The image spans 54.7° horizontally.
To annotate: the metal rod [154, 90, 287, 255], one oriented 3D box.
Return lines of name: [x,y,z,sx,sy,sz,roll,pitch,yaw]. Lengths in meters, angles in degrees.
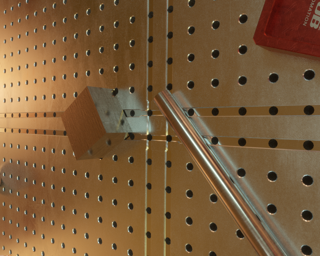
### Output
metal rod: [0.077,0.073,0.345,0.025,0.025,0.299,-48,62,29]

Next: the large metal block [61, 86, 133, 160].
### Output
large metal block: [-0.099,-0.006,0.475,0.080,0.050,0.080,-39,66,33]

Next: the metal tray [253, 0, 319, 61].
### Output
metal tray: [0.151,-0.130,0.281,0.090,0.030,0.129,26,106,37]
